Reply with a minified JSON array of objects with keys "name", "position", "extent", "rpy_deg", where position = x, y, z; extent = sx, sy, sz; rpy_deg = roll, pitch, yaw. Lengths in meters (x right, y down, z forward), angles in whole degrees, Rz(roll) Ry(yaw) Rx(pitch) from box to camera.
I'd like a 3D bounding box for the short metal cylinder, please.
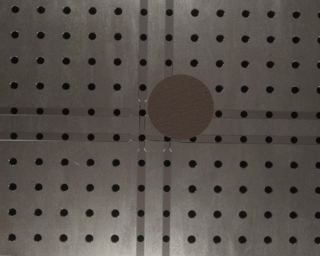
[{"name":"short metal cylinder","position":[0.025,-0.026,0.401],"extent":[0.081,0.050,0.079],"rpy_deg":[0,90,-1]}]
